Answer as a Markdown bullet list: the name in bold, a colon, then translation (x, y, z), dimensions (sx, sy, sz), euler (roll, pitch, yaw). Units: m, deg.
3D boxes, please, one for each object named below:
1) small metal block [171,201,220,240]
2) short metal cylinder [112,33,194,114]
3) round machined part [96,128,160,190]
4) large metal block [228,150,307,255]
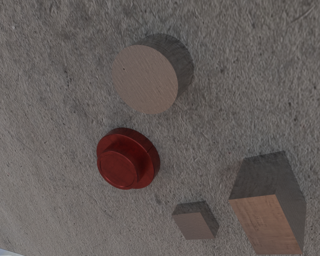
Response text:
- **small metal block**: translation (0.053, 0.139, 0.465), dimensions (0.050, 0.025, 0.050), euler (-18, 109, 35)
- **short metal cylinder**: translation (-0.007, -0.063, 0.356), dimensions (0.080, 0.050, 0.079), euler (13, 124, 21)
- **round machined part**: translation (-0.053, 0.052, 0.456), dimensions (0.098, 0.042, 0.097), euler (13, 124, 21)
- **large metal block**: translation (0.127, 0.085, 0.357), dimensions (0.050, 0.080, 0.080), euler (-17, 109, 35)
